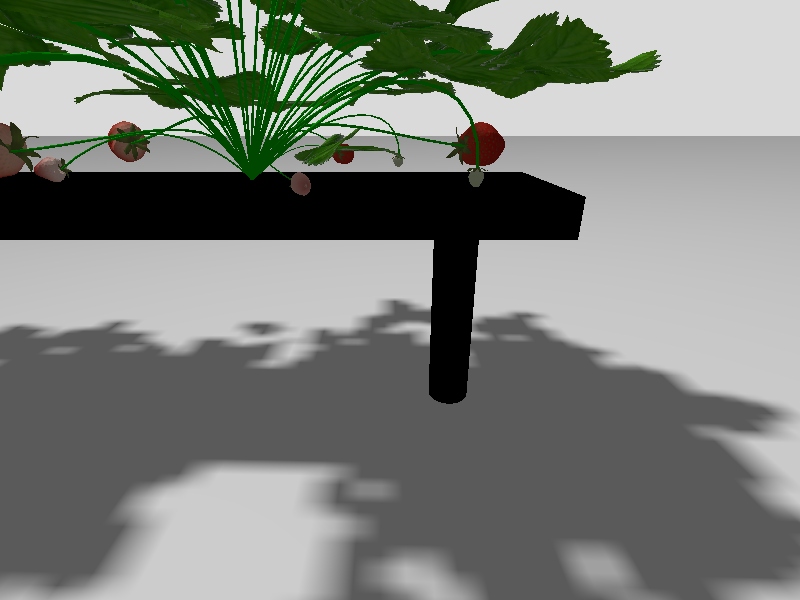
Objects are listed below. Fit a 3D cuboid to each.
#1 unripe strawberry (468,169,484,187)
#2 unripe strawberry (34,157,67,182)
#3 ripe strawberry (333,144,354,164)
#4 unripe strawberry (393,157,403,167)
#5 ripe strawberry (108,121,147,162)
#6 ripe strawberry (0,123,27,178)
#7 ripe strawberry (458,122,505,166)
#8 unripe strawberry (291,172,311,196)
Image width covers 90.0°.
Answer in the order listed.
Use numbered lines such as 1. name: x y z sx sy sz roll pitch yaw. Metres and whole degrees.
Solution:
1. unripe strawberry: 0.048 -0.076 0.251 0.010 0.011 0.011 12 26 25
2. unripe strawberry: -0.274 -0.102 0.314 0.019 0.019 0.021 -5 24 -7
3. ripe strawberry: -0.063 -0.167 0.458 0.025 0.021 0.025 10 15 22
4. unripe strawberry: -0.002 -0.136 0.395 0.010 0.010 0.009 -12 26 -26
5. ripe strawberry: -0.336 -0.194 0.492 0.044 0.046 0.040 18 29 36
6. ripe strawberry: -0.336 -0.121 0.322 0.052 0.045 0.052 -1 24 -1
7. ripe strawberry: 0.088 -0.165 0.424 0.050 0.043 0.050 -11 26 -24
8. unripe strawberry: -0.063 -0.074 0.256 0.013 0.014 0.014 -16 29 -32
